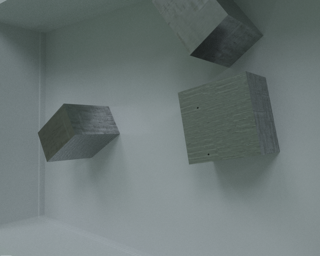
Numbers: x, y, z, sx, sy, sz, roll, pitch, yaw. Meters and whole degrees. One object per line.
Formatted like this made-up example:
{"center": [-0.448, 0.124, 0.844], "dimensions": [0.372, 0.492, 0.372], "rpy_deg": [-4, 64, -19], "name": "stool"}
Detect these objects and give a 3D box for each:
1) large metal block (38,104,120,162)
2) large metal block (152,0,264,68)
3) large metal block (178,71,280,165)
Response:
{"center": [-0.123, 0.008, 0.470], "dimensions": [0.080, 0.081, 0.050], "rpy_deg": [-38, 67, 33], "name": "large metal block"}
{"center": [0.051, -0.116, 0.328], "dimensions": [0.050, 0.081, 0.080], "rpy_deg": [-44, 64, 31], "name": "large metal block"}
{"center": [0.072, -0.007, 0.330], "dimensions": [0.080, 0.050, 0.080], "rpy_deg": [-14, 81, 39], "name": "large metal block"}
